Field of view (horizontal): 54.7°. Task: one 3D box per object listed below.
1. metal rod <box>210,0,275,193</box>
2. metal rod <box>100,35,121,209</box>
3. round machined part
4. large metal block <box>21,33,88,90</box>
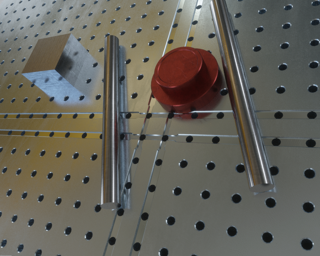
[{"bbox_3d":[0.096,-0.065,0.396,0.025,0.025,0.299,-16,55,19],"label":"metal rod"},{"bbox_3d":[-0.072,-0.029,0.461,0.025,0.025,0.299,-18,55,18],"label":"metal rod"},{"bbox_3d":[0.031,-0.072,0.424,0.098,0.042,0.098,-13,56,20],"label":"round machined part"},{"bbox_3d":[-0.189,-0.119,0.562,0.080,0.050,0.080,0,62,27],"label":"large metal block"}]
